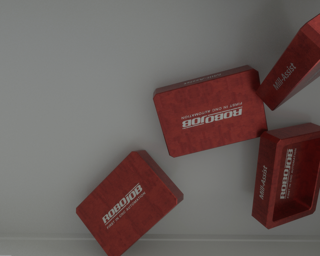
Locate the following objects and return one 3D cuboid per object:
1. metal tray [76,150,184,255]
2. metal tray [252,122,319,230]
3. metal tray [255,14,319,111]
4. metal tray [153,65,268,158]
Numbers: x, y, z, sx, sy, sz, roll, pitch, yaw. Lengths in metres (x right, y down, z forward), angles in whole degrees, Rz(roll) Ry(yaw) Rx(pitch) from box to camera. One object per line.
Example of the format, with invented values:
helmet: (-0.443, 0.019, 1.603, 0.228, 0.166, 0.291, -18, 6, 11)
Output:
metal tray: (-0.044, 0.104, 0.425, 0.130, 0.030, 0.090, -45, 76, 14)
metal tray: (0.174, 0.063, 0.415, 0.091, 0.030, 0.129, -9, 112, -23)
metal tray: (0.159, -0.076, 0.318, 0.090, 0.130, 0.030, -35, 75, -12)
metal tray: (0.065, -0.021, 0.401, 0.131, 0.030, 0.089, -14, 110, 5)
